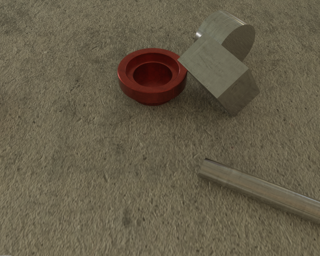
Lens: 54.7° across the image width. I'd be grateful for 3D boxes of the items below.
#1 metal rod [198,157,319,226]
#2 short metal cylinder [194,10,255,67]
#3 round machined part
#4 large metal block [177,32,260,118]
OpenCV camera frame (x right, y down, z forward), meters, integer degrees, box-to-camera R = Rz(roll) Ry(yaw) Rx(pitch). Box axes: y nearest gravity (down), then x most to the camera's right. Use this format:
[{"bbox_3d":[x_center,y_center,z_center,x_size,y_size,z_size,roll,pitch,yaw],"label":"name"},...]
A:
[{"bbox_3d":[0.186,0.096,0.323,0.301,0.025,0.025,20,53,16],"label":"metal rod"},{"bbox_3d":[0.100,-0.135,0.482,0.081,0.080,0.050,-28,56,-22],"label":"short metal cylinder"},{"bbox_3d":[-0.010,-0.070,0.451,0.099,0.042,0.098,0,50,0],"label":"round machined part"},{"bbox_3d":[0.080,-0.069,0.414,0.050,0.080,0.080,-44,61,9],"label":"large metal block"}]
